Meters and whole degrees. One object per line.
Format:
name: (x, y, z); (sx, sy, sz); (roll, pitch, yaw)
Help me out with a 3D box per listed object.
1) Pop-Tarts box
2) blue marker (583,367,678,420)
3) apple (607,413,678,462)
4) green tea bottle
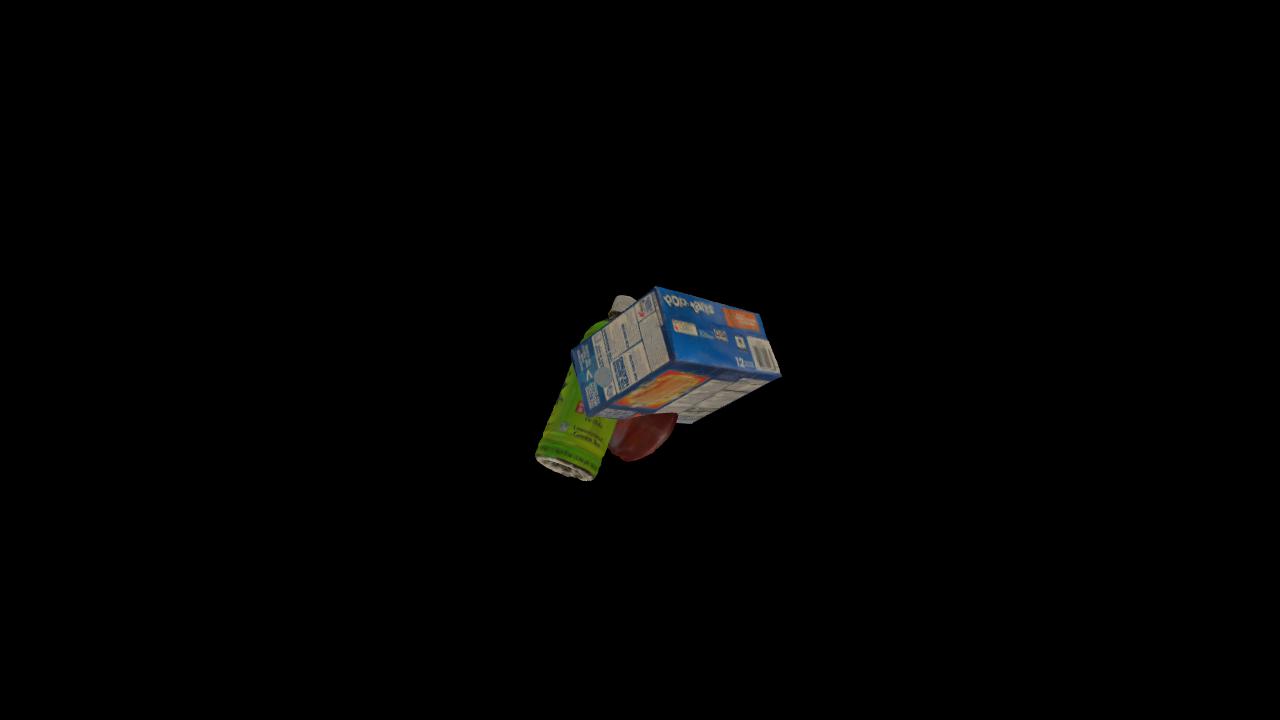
Pop-Tarts box: (0.038, 0.003, 0.658); (0.167, 0.083, 0.141); (9, -32, -42)
blue marker: (-0.028, 0.030, 0.661); (0.020, 0.020, 0.121); (0, -14, 8)
apple: (-0.001, 0.070, 0.701); (0.079, 0.093, 0.079); (36, -5, 4)
green tea bottle: (-0.047, 0.024, 0.683); (0.073, 0.212, 0.073); (16, -24, 7)
